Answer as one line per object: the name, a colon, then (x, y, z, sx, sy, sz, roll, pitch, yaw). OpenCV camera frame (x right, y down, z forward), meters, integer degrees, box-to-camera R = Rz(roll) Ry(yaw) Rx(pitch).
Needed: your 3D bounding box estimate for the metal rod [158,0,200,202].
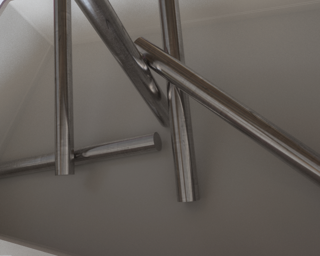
metal rod: (0.018, -0.067, 0.365, 0.025, 0.025, 0.298, -9, 80, 23)

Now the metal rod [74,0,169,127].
metal rod: (-0.045, -0.090, 0.298, 0.025, 0.300, 0.025, -13, 53, 18)

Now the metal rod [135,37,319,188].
metal rod: (0.086, -0.007, 0.306, 0.300, 0.025, 0.025, 38, 83, 20)

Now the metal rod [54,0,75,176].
metal rod: (-0.137, -0.084, 0.439, 0.025, 0.025, 0.298, -9, 78, 23)

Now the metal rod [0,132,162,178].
metal rod: (-0.140, 0.045, 0.449, 0.301, 0.025, 0.025, -11, 57, 21)
